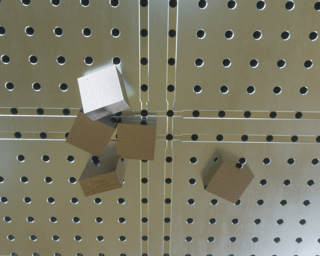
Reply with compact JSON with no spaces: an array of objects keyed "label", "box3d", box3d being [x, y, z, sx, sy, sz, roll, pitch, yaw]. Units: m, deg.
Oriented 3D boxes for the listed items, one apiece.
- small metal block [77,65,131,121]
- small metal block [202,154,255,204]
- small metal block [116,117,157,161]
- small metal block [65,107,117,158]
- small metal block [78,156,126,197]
[{"label":"small metal block","box3d":[-0.069,-0.043,0.383,0.050,0.025,0.050,-19,67,6]},{"label":"small metal block","box3d":[0.096,0.072,0.441,0.050,0.025,0.050,26,108,-9]},{"label":"small metal block","box3d":[-0.031,0.014,0.418,0.050,0.025,0.050,4,110,-2]},{"label":"small metal block","box3d":[-0.090,0.004,0.411,0.050,0.025,0.050,27,115,-10]},{"label":"small metal block","box3d":[-0.077,0.064,0.423,0.050,0.050,0.025,-15,110,5]}]
